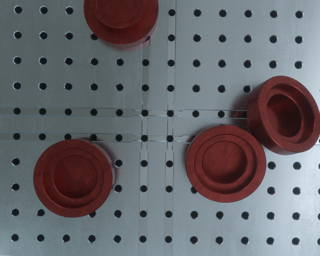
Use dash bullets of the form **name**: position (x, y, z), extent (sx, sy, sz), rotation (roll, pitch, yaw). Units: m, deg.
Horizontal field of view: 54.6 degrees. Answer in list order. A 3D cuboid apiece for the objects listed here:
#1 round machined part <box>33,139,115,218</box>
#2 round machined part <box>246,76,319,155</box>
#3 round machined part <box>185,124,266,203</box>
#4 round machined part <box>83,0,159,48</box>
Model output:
- **round machined part**: position (-0.108, 0.063, 0.404), extent (0.099, 0.042, 0.097), rotation (0, 90, 0)
- **round machined part**: position (0.150, -0.013, 0.393), extent (0.099, 0.042, 0.098), rotation (7, 73, -22)
- **round machined part**: position (0.082, 0.043, 0.401), extent (0.098, 0.042, 0.097), rotation (0, 96, 4)
- **round machined part**: position (-0.051, -0.158, 0.404), extent (0.099, 0.042, 0.097), rotation (0, 90, 0)
